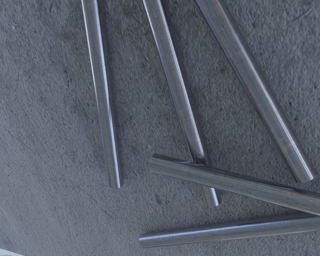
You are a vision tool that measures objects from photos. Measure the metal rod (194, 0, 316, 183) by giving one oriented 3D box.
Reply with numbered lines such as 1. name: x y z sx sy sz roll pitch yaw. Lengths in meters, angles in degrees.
1. metal rod: 0.086 -0.067 0.319 0.025 0.025 0.299 -23 106 36

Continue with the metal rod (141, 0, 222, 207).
1. metal rod: 0.029 -0.029 0.373 0.025 0.025 0.298 -5 116 30

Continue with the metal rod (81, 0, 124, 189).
1. metal rod: -0.075 -0.038 0.422 0.025 0.025 0.298 12 124 22

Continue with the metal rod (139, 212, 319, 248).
1. metal rod: 0.085 0.153 0.456 0.299 0.025 0.025 -22 107 36

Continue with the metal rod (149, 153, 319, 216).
1. metal rod: 0.134 0.076 0.362 0.301 0.025 0.025 13 124 13
